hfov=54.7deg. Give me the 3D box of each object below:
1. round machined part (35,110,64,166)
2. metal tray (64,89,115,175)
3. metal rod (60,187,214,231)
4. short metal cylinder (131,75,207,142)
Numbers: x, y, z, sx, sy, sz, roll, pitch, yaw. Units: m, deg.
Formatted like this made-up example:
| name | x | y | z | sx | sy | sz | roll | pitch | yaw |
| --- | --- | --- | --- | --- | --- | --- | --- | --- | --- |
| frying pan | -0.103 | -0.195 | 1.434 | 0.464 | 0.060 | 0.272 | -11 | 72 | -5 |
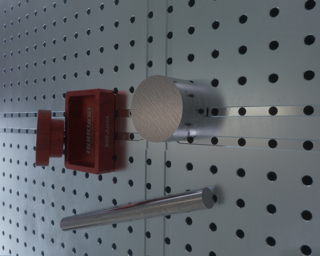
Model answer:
| name | x | y | z | sx | sy | sz | roll | pitch | yaw |
| --- | --- | --- | --- | --- | --- | --- | --- | --- | --- |
| round machined part | -0.191 | 0.018 | 0.539 | 0.098 | 0.042 | 0.097 | -177 | 90 | -69 |
| metal tray | -0.115 | 0.004 | 0.500 | 0.090 | 0.030 | 0.129 | 2 | 91 | 40 |
| metal rod | -0.054 | 0.125 | 0.453 | 0.299 | 0.025 | 0.025 | -22 | 77 | 38 |
| short metal cylinder | 0.010 | -0.023 | 0.385 | 0.080 | 0.050 | 0.079 | 0 | 90 | 40 |
